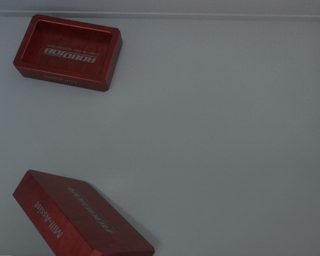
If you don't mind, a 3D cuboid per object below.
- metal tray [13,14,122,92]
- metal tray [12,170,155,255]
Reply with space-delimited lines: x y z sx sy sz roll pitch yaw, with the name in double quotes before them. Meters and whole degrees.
"metal tray" -0.129 -0.108 0.444 0.131 0.030 0.090 11 70 3
"metal tray" -0.077 0.095 0.313 0.130 0.090 0.030 32 91 36
